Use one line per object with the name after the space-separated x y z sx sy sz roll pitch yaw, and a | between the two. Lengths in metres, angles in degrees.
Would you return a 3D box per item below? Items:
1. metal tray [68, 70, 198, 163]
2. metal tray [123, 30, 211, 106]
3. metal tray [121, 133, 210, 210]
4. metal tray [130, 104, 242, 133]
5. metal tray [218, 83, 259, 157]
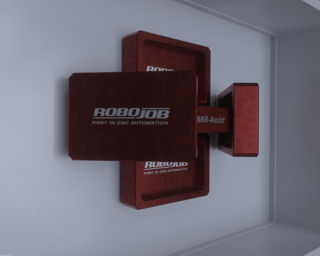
-0.027 -0.012 0.322 0.030 0.131 0.089 3 87 -82 | metal tray
0.013 -0.070 0.412 0.131 0.030 0.089 0 91 -41 | metal tray
0.012 0.051 0.409 0.131 0.030 0.089 0 90 -41 | metal tray
0.029 -0.010 0.387 0.131 0.090 0.030 0 90 -41 | metal tray
0.105 -0.010 0.433 0.030 0.130 0.089 1 90 2 | metal tray
